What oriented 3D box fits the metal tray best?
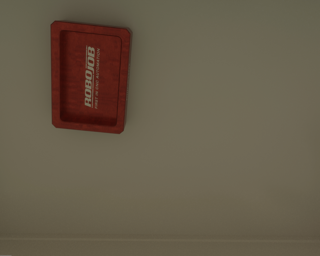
[{"bbox_3d":[-0.085,-0.061,0.385,0.091,0.030,0.129,6,110,-2],"label":"metal tray"}]
